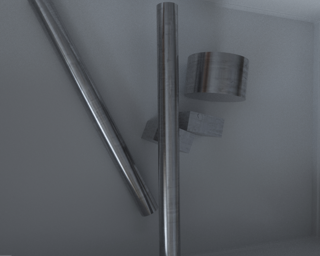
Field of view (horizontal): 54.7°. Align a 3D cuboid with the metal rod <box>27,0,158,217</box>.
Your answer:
[{"bbox_3d":[-0.078,-0.024,0.382,0.025,0.025,0.299,-29,100,-18],"label":"metal rod"}]

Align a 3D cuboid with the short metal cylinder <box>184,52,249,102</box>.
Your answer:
[{"bbox_3d":[0.075,-0.065,0.410,0.081,0.080,0.050,6,88,-20],"label":"short metal cylinder"}]

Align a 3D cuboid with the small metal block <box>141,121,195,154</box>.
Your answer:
[{"bbox_3d":[0.009,0.011,0.402,0.050,0.050,0.025,22,83,-19],"label":"small metal block"}]

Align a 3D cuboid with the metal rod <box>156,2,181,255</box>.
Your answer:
[{"bbox_3d":[0.010,0.007,0.362,0.025,0.025,0.298,-1,90,-20],"label":"metal rod"}]

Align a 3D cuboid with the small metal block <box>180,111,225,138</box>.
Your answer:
[{"bbox_3d":[0.050,-0.005,0.417,0.050,0.050,0.025,11,86,-20],"label":"small metal block"}]
